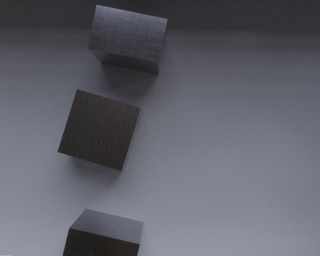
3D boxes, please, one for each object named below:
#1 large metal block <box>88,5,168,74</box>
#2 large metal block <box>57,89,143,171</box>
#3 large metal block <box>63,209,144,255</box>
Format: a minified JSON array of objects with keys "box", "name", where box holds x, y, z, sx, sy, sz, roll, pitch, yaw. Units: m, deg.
[{"box":[-0.036,-0.105,0.383,0.080,0.080,0.050,11,90,-1],"name":"large metal block"},{"box":[-0.073,0.002,0.398,0.080,0.050,0.080,17,90,-1],"name":"large metal block"},{"box":[-0.067,0.144,0.383,0.080,0.080,0.050,13,90,-1],"name":"large metal block"}]
